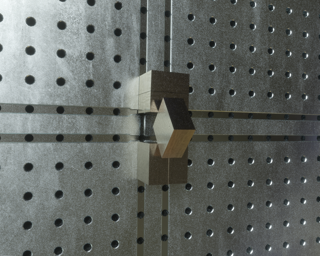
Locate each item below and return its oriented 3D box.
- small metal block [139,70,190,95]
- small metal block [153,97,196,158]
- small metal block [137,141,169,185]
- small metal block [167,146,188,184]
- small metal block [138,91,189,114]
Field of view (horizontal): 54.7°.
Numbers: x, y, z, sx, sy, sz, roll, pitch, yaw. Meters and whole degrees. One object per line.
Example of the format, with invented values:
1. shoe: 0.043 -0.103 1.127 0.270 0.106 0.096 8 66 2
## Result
1. small metal block: 0.004 -0.056 0.401 0.050 0.050 0.025 2 90 -20
2. small metal block: 0.015 0.000 0.362 0.025 0.050 0.050 1 48 -20
3. small metal block: -0.010 0.043 0.396 0.025 0.050 0.050 2 90 -20
4. small metal block: 0.014 0.044 0.404 0.025 0.050 0.050 2 90 -20
5. small metal block: 0.003 -0.031 0.401 0.050 0.050 0.025 2 90 -20
